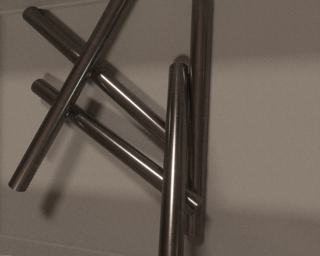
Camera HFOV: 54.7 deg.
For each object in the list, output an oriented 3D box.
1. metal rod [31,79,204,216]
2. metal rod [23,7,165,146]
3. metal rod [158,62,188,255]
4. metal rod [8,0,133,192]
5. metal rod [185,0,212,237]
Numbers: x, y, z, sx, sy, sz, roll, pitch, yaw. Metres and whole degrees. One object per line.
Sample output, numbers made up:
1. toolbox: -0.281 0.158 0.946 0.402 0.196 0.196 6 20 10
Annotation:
1. metal rod: -0.071 0.015 0.420 0.300 0.025 0.025 34 101 21
2. metal rod: -0.093 -0.080 0.441 0.300 0.025 0.025 42 103 15
3. metal rod: 0.015 0.057 0.339 0.025 0.025 0.299 -6 63 19
4. metal rod: -0.123 -0.047 0.420 0.025 0.025 0.299 32 94 17
5. metal rod: 0.048 -0.015 0.393 0.025 0.025 0.298 2 91 19
